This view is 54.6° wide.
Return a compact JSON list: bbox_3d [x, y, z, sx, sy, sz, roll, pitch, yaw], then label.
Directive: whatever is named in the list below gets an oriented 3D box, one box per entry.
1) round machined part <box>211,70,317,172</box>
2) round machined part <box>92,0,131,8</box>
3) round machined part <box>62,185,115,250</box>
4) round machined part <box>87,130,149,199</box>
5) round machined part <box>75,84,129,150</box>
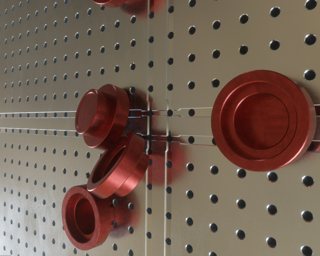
[{"bbox_3d":[0.105,-0.007,0.312,0.098,0.042,0.097,0,90,40],"label":"round machined part"},{"bbox_3d":[-0.061,-0.224,0.450,0.098,0.042,0.097,0,90,40],"label":"round machined part"},{"bbox_3d":[-0.110,0.137,0.491,0.098,0.042,0.097,0,90,40],"label":"round machined part"},{"bbox_3d":[-0.052,0.053,0.420,0.098,0.042,0.098,-44,20,21],"label":"round machined part"},{"bbox_3d":[-0.090,-0.019,0.455,0.098,0.042,0.098,-25,56,44],"label":"round machined part"}]
